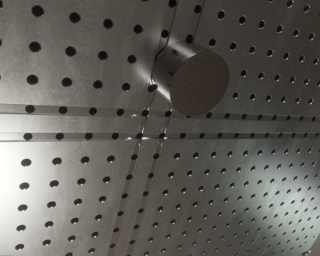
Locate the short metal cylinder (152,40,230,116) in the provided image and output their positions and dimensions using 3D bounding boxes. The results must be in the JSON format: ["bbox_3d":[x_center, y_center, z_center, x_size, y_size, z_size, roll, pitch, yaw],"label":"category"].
[{"bbox_3d":[0.037,-0.061,0.379,0.081,0.050,0.079,-14,124,-21],"label":"short metal cylinder"}]
